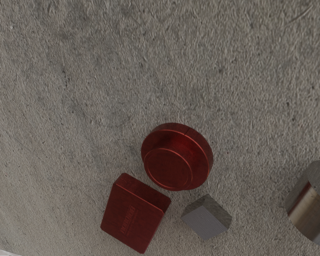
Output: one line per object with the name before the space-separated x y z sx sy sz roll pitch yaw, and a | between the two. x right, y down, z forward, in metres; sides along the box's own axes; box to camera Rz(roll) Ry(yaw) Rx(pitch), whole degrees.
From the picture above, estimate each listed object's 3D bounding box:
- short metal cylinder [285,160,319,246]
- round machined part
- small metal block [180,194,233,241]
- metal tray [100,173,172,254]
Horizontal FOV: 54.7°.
short metal cylinder | 0.182 0.079 0.325 0.080 0.080 0.050 24 127 13
round machined part | 0.018 0.045 0.413 0.098 0.042 0.097 13 124 20
small metal block | 0.067 0.131 0.451 0.050 0.025 0.050 44 129 -3
metal tray | -0.044 0.144 0.514 0.090 0.030 0.129 28 128 10
